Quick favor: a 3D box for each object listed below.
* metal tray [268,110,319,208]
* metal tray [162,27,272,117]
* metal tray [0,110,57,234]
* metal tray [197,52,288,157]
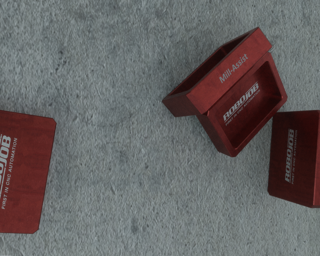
[{"bbox_3d":[0.202,0.041,0.448,0.030,0.090,0.129,5,88,-20],"label":"metal tray"},{"bbox_3d":[0.070,-0.069,0.399,0.130,0.090,0.030,-44,103,-15],"label":"metal tray"},{"bbox_3d":[-0.172,0.046,0.343,0.091,0.030,0.129,10,87,-20],"label":"metal tray"},{"bbox_3d":[0.117,-0.034,0.435,0.130,0.030,0.090,-44,122,-15],"label":"metal tray"}]
